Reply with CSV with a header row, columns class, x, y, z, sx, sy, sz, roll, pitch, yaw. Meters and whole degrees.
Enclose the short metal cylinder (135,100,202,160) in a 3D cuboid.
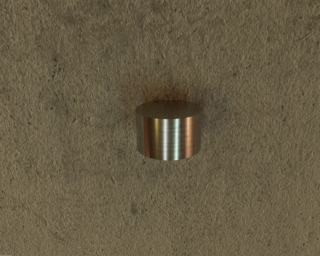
class,x,y,z,sx,sy,sz,roll,pitch,yaw
short metal cylinder,0.011,0.000,0.382,0.081,0.080,0.050,-1,110,0
